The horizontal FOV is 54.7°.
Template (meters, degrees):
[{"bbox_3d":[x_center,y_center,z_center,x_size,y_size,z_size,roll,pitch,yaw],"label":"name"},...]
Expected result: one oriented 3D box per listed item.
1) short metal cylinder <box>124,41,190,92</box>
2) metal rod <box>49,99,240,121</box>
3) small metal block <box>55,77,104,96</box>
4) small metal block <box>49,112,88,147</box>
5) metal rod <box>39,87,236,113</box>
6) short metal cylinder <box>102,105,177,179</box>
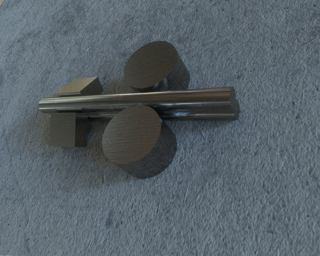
[{"bbox_3d":[-0.004,-0.075,0.437,0.080,0.050,0.080,-13,56,21],"label":"short metal cylinder"},{"bbox_3d":[-0.040,-0.023,0.441,0.300,0.025,0.025,0,62,28],"label":"metal rod"},{"bbox_3d":[-0.128,-0.058,0.497,0.050,0.025,0.050,0,35,28],"label":"small metal block"},{"bbox_3d":[-0.137,0.003,0.463,0.050,0.025,0.050,1,89,28],"label":"small metal block"},{"bbox_3d":[-0.050,-0.035,0.421,0.300,0.025,0.025,0,62,28],"label":"metal rod"},{"bbox_3d":[-0.025,0.018,0.391,0.080,0.050,0.080,-13,56,21],"label":"short metal cylinder"}]
